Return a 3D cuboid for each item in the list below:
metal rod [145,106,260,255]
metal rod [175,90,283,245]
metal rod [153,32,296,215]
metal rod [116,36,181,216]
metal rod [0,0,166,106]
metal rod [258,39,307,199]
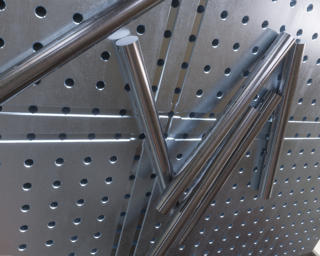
[{"bbox_3d":[0.058,0.096,0.474,0.025,0.025,0.299,31,93,-38],"label":"metal rod"},{"bbox_3d":[0.105,0.073,0.511,0.025,0.025,0.299,19,108,-36],"label":"metal rod"},{"bbox_3d":[0.089,-0.004,0.436,0.025,0.025,0.299,34,93,-38],"label":"metal rod"},{"bbox_3d":[-0.004,0.022,0.421,0.025,0.025,0.299,-25,128,-13],"label":"metal rod"},{"bbox_3d":[-0.058,-0.105,0.314,0.301,0.025,0.025,-35,129,-6],"label":"metal rod"},{"bbox_3d":[0.199,0.003,0.520,0.025,0.025,0.298,-15,125,-20],"label":"metal rod"}]
